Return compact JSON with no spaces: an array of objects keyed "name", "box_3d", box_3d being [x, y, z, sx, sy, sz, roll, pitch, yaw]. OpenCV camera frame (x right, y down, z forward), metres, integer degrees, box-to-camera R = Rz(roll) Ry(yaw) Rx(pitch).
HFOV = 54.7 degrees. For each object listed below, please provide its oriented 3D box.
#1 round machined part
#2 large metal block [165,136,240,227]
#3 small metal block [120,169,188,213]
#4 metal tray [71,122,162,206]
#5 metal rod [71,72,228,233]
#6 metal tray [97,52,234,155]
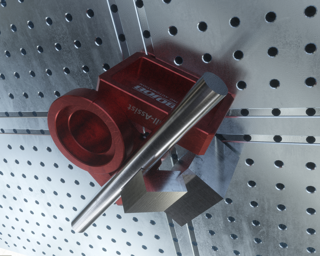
[{"name":"round machined part","box_3d":[-0.072,0.000,0.347,0.098,0.042,0.097,13,124,20]},{"name":"large metal block","box_3d":[0.045,0.063,0.386,0.050,0.080,0.080,41,129,-1]},{"name":"small metal block","box_3d":[-0.008,0.069,0.335,0.050,0.050,0.025,-50,45,39]},{"name":"metal tray","box_3d":[-0.064,0.027,0.417,0.030,0.090,0.130,-33,101,38]},{"name":"metal rod","box_3d":[-0.034,0.050,0.341,0.025,0.025,0.298,42,129,-1]},{"name":"metal tray","box_3d":[0.008,-0.033,0.343,0.130,0.090,0.030,28,129,10]}]
